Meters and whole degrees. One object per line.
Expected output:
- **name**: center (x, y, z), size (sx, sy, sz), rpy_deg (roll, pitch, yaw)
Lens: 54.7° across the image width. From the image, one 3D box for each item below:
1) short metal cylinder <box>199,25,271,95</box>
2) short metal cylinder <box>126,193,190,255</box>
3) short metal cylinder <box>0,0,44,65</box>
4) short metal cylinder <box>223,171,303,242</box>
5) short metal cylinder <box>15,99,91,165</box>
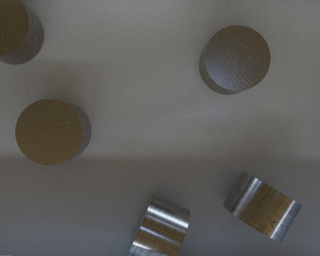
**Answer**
- **short metal cylinder**: center (0.094, -0.085, 0.400), size (0.081, 0.050, 0.079), rpy_deg (0, 90, -1)
- **short metal cylinder**: center (-0.003, 0.129, 0.384), size (0.050, 0.080, 0.080), rpy_deg (24, 90, -1)
- **short metal cylinder**: center (-0.198, -0.126, 0.396), size (0.081, 0.050, 0.079), rpy_deg (0, 90, -1)
- **short metal cylinder**: center (0.126, 0.096, 0.386), size (0.080, 0.080, 0.050), rpy_deg (31, 90, -1)
- **short metal cylinder**: center (-0.134, 0.005, 0.397), size (0.081, 0.050, 0.079), rpy_deg (0, 90, -1)
